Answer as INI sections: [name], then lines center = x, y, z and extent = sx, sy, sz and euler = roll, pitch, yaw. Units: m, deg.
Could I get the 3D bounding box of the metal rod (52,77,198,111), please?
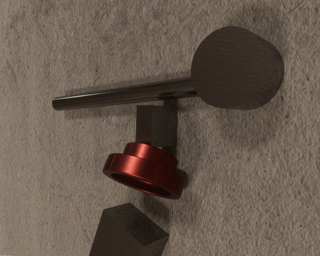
[metal rod]
center = -0.064, -0.046, 0.455
extent = 0.300, 0.025, 0.025
euler = -2, 89, 39

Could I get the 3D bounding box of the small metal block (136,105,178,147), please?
[small metal block]
center = -0.003, -0.002, 0.389
extent = 0.025, 0.050, 0.050
euler = 2, 91, 39

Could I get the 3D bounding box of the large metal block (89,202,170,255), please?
[large metal block]
center = -0.044, 0.162, 0.423
extent = 0.080, 0.050, 0.079
euler = 30, 108, 35

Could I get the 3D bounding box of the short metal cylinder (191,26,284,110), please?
[short metal cylinder]
center = 0.080, -0.059, 0.322
extent = 0.080, 0.050, 0.079
euler = 0, 90, 39

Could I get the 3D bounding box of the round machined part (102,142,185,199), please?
[round machined part]
center = -0.016, 0.050, 0.377
extent = 0.098, 0.098, 0.042
euler = 2, 64, 39
